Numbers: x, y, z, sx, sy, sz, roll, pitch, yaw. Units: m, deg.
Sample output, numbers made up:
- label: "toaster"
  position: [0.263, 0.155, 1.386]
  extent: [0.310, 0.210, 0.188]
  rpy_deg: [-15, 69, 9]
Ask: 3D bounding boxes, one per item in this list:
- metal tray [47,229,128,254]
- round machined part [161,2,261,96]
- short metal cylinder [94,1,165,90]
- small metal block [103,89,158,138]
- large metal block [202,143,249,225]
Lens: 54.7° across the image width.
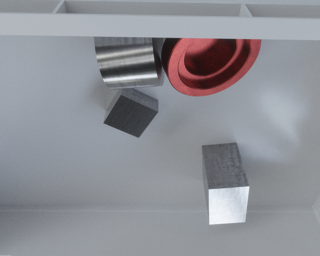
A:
- label: "metal tray"
  position: [-0.126, 0.207, 0.559]
  extent: [0.131, 0.030, 0.090]
  rpy_deg: [5, 155, -5]
- label: "round machined part"
  position: [0.048, -0.082, 0.316]
  extent: [0.099, 0.042, 0.097]
  rpy_deg: [-14, 142, -11]
- label: "short metal cylinder"
  position: [-0.026, -0.079, 0.303]
  extent: [0.050, 0.080, 0.080]
  rpy_deg: [-3, 130, 8]
- label: "small metal block"
  position: [-0.036, -0.021, 0.391]
  extent: [0.050, 0.025, 0.050]
  rpy_deg: [24, 126, -20]
- label: "large metal block"
  position: [0.090, 0.079, 0.442]
  extent: [0.050, 0.080, 0.080]
  rpy_deg: [-5, 130, 4]
